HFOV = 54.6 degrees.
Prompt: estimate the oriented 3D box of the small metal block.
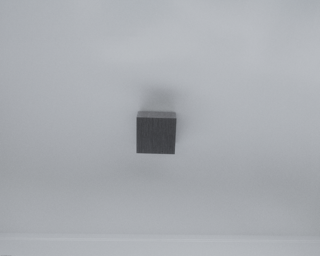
[{"bbox_3d":[-0.005,0.006,0.409,0.050,0.025,0.050,2,110,-1],"label":"small metal block"}]
